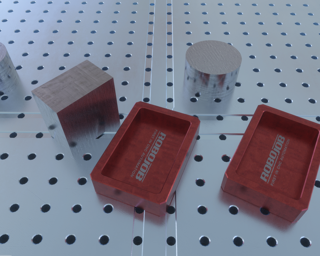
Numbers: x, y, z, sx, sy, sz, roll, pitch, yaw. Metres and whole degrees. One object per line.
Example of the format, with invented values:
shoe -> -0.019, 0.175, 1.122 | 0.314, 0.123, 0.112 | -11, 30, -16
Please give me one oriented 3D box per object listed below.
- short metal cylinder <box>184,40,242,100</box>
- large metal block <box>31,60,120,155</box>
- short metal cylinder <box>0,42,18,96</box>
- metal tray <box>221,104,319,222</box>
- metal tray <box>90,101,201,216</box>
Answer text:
short metal cylinder -> 0.077, -0.087, 0.465 | 0.081, 0.050, 0.080 | 0, 50, 0
large metal block -> -0.102, -0.026, 0.393 | 0.050, 0.080, 0.080 | 36, 59, 26
short metal cylinder -> -0.262, -0.088, 0.463 | 0.081, 0.050, 0.080 | 0, 50, 0
metal tray -> 0.141, 0.035, 0.375 | 0.090, 0.030, 0.130 | 23, 54, 18
metal tray -> -0.013, 0.030, 0.378 | 0.090, 0.030, 0.130 | 17, 52, 14
